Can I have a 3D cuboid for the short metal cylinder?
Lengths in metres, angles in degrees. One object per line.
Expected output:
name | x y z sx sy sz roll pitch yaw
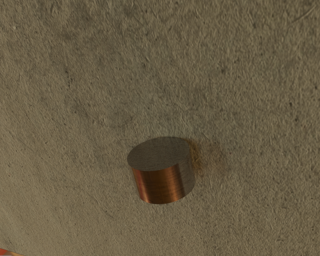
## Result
short metal cylinder | 0.002 0.053 0.403 0.080 0.080 0.050 2 119 27
